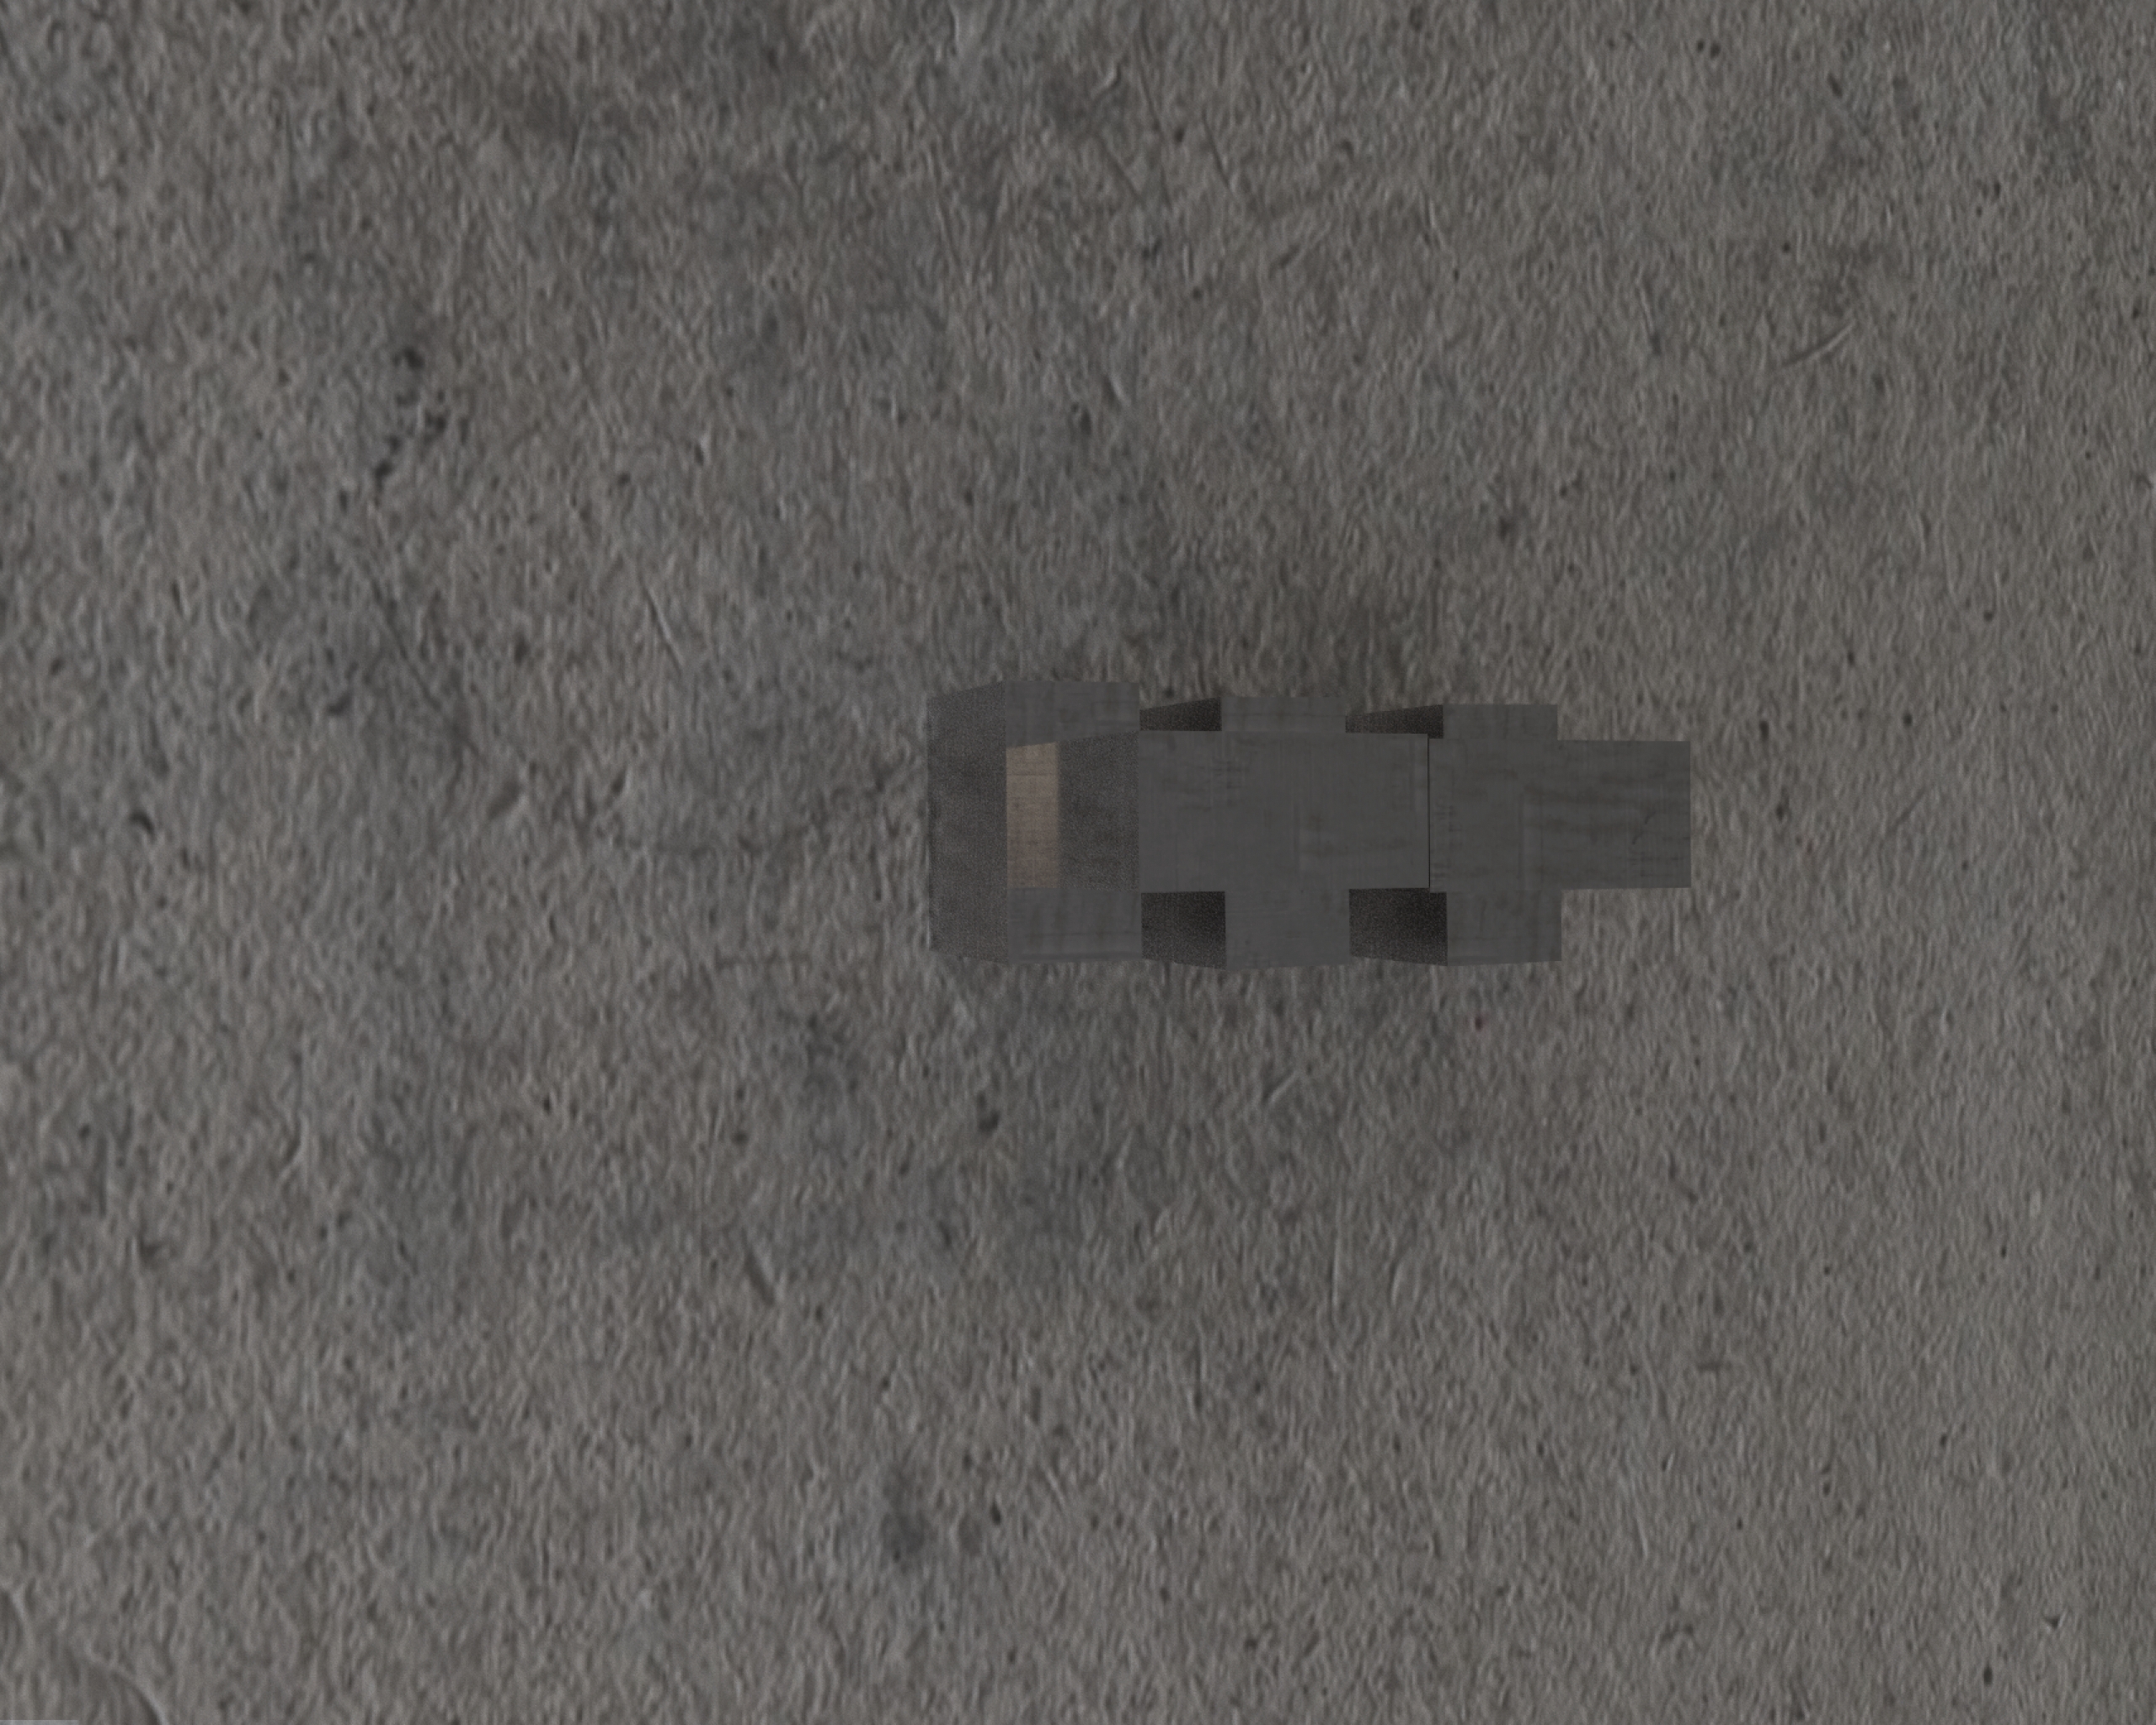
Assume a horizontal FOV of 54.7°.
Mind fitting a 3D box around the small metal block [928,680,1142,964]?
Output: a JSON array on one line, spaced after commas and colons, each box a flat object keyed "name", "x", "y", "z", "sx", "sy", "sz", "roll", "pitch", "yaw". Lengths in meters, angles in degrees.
[{"name": "small metal block", "x": -0.009, "y": -0.007, "z": 0.392, "sx": 0.025, "sy": 0.050, "sz": 0.050, "roll": -1, "pitch": 91, "yaw": -20}]

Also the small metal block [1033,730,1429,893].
[{"name": "small metal block", "x": 0.024, "y": -0.008, "z": 0.351, "sx": 0.050, "sy": 0.050, "sz": 0.025, "roll": -1, "pitch": 91, "yaw": -20}]

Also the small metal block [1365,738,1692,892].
[{"name": "small metal block", "x": 0.072, "y": -0.008, "z": 0.369, "sx": 0.050, "sy": 0.050, "sz": 0.025, "roll": -1, "pitch": 91, "yaw": -20}]

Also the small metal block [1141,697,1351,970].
[{"name": "small metal block", "x": 0.030, "y": -0.006, "z": 0.407, "sx": 0.025, "sy": 0.050, "sz": 0.050, "roll": -1, "pitch": 91, "yaw": -20}]

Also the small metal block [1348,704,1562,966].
[{"name": "small metal block", "x": 0.073, "y": -0.006, "z": 0.422, "sx": 0.025, "sy": 0.050, "sz": 0.050, "roll": -1, "pitch": 91, "yaw": -20}]
